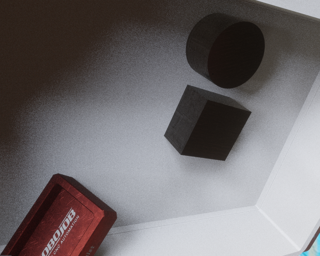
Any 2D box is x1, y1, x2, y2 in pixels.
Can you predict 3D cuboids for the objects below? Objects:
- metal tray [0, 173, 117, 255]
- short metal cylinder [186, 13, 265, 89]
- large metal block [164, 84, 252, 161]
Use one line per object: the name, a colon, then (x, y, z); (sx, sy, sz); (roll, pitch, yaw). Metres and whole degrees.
metal tray: (-0.121, 0.131, 0.360); (0.130, 0.090, 0.030); (-58, 152, -5)
short metal cylinder: (0.079, -0.095, 0.379); (0.081, 0.050, 0.079); (-14, 125, -21)
large metal block: (0.065, -0.005, 0.427); (0.081, 0.050, 0.079); (11, 113, -33)
